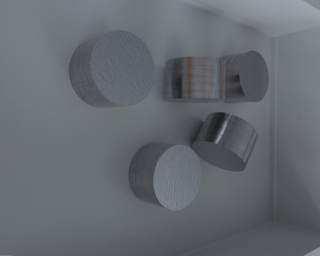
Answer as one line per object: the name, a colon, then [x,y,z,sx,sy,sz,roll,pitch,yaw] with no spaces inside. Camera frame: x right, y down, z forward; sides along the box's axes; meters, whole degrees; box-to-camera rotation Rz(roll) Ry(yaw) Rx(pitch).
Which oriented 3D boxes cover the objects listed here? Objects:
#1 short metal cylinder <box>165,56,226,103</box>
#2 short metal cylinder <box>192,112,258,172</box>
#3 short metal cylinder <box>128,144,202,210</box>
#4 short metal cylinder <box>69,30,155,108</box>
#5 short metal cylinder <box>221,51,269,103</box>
short metal cylinder: [0.047,-0.061,0.409,0.081,0.080,0.050,0,90,-40]
short metal cylinder: [0.094,0.021,0.450,0.080,0.080,0.050,44,64,-31]
short metal cylinder: [0.007,0.060,0.396,0.081,0.050,0.080,0,90,-40]
short metal cylinder: [-0.053,-0.063,0.346,0.081,0.050,0.080,0,90,-40]
short metal cylinder: [0.131,-0.080,0.500,0.081,0.050,0.080,0,90,-40]
